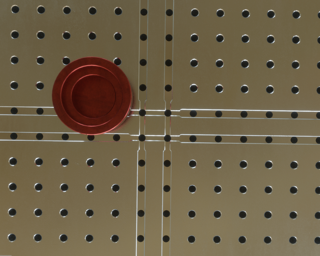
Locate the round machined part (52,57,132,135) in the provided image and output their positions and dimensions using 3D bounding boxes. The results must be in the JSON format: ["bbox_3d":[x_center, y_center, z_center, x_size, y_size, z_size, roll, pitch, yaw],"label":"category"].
[{"bbox_3d":[-0.085,-0.040,0.404,0.099,0.042,0.097,0,90,-1],"label":"round machined part"}]
